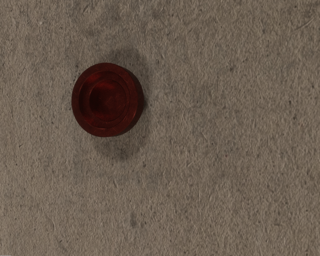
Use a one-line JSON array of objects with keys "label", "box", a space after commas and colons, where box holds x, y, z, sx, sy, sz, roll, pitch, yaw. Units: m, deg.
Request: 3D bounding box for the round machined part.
[{"label": "round machined part", "box": [-0.067, -0.037, 0.422, 0.098, 0.042, 0.097, 0, 90, 19]}]
